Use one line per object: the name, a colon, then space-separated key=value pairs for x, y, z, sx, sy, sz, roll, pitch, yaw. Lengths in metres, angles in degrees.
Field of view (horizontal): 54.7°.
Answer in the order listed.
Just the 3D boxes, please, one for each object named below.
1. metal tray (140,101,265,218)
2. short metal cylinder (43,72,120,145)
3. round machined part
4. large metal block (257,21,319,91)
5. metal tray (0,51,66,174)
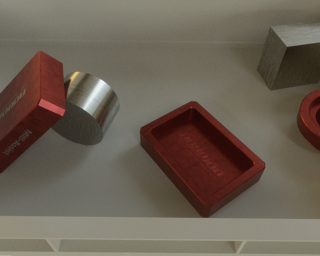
metal tray: x=0.047 y=0.031 z=0.376 sx=0.091 sy=0.030 sz=0.130 roll=-29 pitch=56 yaw=-22
short metal cylinder: x=-0.098 y=-0.023 z=0.387 sx=0.080 sy=0.080 sz=0.050 roll=14 pitch=52 yaw=11
round machined part: x=0.227 y=-0.003 z=0.395 sx=0.099 sy=0.042 sz=0.098 roll=-4 pitch=50 yaw=5
large metal block: x=0.202 y=-0.108 z=0.462 sx=0.081 sy=0.080 sz=0.050 roll=-10 pitch=51 yaw=-9
metal tray: x=-0.165 y=-0.017 z=0.363 sx=0.130 sy=0.030 sz=0.090 roll=-37 pitch=47 yaw=22
